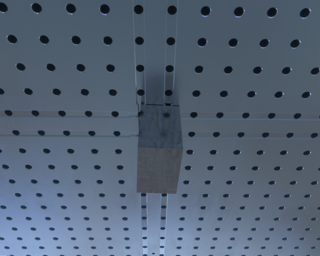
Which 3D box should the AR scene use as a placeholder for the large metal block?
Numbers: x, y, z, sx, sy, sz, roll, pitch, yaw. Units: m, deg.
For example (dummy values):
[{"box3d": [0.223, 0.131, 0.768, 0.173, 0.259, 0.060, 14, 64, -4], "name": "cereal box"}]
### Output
[{"box3d": [-0.002, 0.027, 0.397, 0.050, 0.080, 0.079, 3, 130, -3], "name": "large metal block"}]
